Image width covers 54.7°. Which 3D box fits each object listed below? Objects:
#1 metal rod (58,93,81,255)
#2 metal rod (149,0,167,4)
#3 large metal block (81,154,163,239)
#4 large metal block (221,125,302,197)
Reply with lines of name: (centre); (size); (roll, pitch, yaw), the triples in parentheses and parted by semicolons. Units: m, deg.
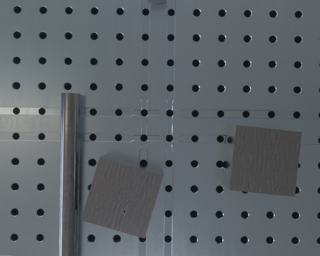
metal rod: (-0.121, 0.104, 0.412); (0.025, 0.025, 0.298); (1, 90, 0)
metal rod: (-0.032, -0.316, 0.412); (0.025, 0.025, 0.298); (-12, 90, 0)
large metal block: (-0.046, 0.085, 0.400); (0.080, 0.050, 0.080); (16, 90, 0)
large metal block: (0.129, 0.040, 0.402); (0.080, 0.050, 0.080); (6, 90, 0)
